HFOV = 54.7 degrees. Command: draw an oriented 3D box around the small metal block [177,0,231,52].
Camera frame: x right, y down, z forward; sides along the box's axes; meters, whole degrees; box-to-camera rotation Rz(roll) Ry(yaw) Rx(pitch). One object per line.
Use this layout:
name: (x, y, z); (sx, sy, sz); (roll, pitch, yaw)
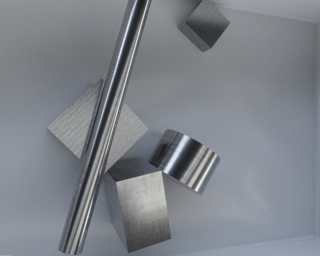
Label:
small metal block: (0.062, -0.144, 0.434); (0.050, 0.025, 0.050); (40, 77, -16)

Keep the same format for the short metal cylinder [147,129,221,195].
short metal cylinder: (0.029, 0.044, 0.393); (0.080, 0.080, 0.050); (34, 79, -17)

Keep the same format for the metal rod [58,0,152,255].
metal rod: (-0.056, -0.016, 0.337); (0.025, 0.025, 0.299); (17, 84, -20)

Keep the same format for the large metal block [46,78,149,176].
large metal block: (-0.075, 0.000, 0.370); (0.080, 0.050, 0.080); (-46, 104, -14)

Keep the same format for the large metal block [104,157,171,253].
large metal block: (-0.031, 0.085, 0.367); (0.050, 0.080, 0.079); (-11, 100, -20)
